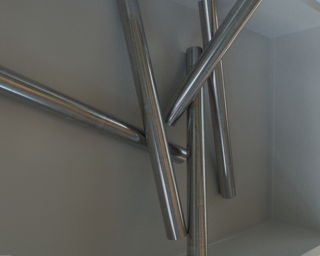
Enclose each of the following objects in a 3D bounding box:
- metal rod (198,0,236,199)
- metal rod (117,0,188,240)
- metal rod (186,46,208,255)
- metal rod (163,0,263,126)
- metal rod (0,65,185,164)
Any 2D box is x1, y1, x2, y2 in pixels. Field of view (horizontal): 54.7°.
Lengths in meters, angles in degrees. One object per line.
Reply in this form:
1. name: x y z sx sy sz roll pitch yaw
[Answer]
1. metal rod: 0.088 -0.033 0.463 0.025 0.025 0.298 -22 110 -38
2. metal rod: -0.010 -0.017 0.371 0.025 0.025 0.298 -11 89 -40
3. metal rod: 0.047 0.029 0.406 0.025 0.025 0.299 17 66 -39
4. metal rod: 0.090 -0.127 0.377 0.025 0.025 0.299 20 112 -39
5. metal rod: -0.079 -0.013 0.341 0.301 0.025 0.025 25 74 -37
